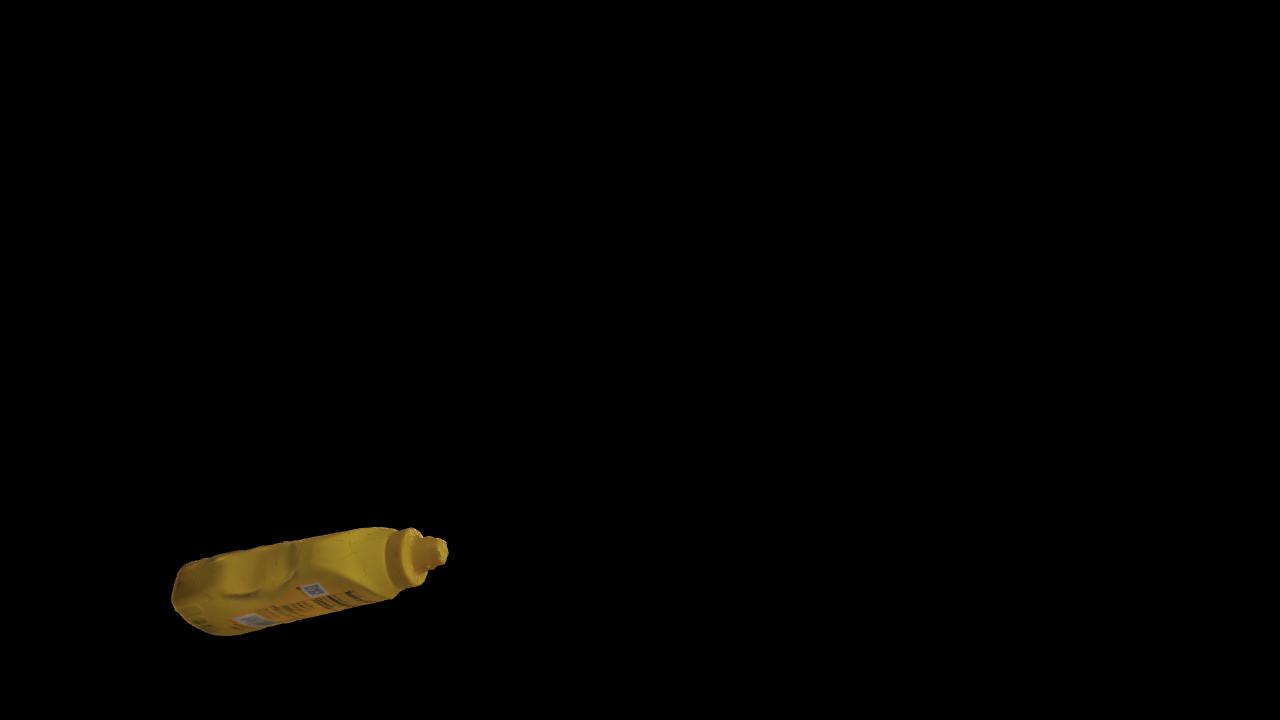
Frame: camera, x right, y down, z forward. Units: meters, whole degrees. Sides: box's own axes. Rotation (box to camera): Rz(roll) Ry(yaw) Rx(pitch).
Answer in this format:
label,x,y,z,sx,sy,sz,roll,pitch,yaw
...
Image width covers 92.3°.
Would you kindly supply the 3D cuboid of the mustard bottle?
label,x,y,z,sx,sy,sz,roll,pitch,yaw
mustard bottle,-0.231,0.160,0.458,0.184,0.054,0.092,-13,-40,5
